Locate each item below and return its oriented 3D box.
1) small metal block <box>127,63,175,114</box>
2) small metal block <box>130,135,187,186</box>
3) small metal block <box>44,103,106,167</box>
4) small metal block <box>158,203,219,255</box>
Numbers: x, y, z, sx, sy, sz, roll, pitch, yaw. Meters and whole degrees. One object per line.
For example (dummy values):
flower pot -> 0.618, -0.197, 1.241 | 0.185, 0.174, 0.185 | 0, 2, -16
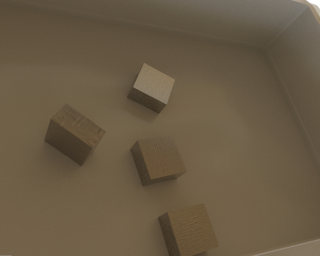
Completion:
small metal block -> -0.012, -0.055, 0.433 | 0.050, 0.025, 0.050 | 27, 52, -12
small metal block -> -0.002, 0.039, 0.380 | 0.050, 0.025, 0.050 | -7, 65, -31
small metal block -> -0.093, 0.009, 0.334 | 0.050, 0.050, 0.025 | 36, 51, -4
small metal block -> 0.032, 0.117, 0.351 | 0.050, 0.025, 0.050 | -5, 64, -30
